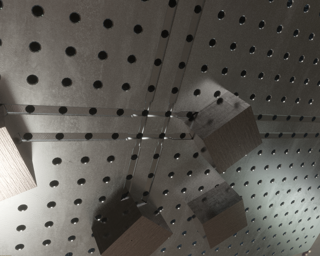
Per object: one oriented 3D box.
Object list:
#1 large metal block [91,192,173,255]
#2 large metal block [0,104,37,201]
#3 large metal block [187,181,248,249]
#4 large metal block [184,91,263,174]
[{"bbox_3d":[-0.042,0.157,0.471,0.080,0.050,0.080,-44,130,2],"label":"large metal block"},{"bbox_3d":[-0.183,0.033,0.316,0.081,0.050,0.080,-21,127,-16],"label":"large metal block"},{"bbox_3d":[0.103,0.154,0.550,0.080,0.050,0.080,-28,128,-11],"label":"large metal block"},{"bbox_3d":[0.094,0.007,0.453,0.080,0.050,0.080,-35,129,-5],"label":"large metal block"}]
